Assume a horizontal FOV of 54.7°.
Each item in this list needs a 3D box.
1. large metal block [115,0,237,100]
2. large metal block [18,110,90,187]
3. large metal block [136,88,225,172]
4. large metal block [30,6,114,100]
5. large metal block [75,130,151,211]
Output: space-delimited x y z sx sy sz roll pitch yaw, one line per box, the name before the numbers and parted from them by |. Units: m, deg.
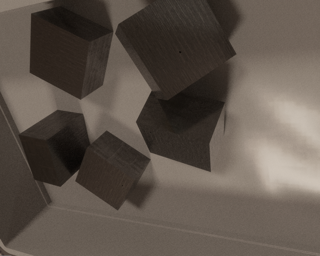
large metal block | 0.013 -0.084 0.306 0.080 0.050 0.080 -34 103 -6
large metal block | -0.153 0.028 0.469 0.050 0.080 0.079 9 122 23
large metal block | 0.027 0.002 0.357 0.080 0.050 0.080 16 156 18
large metal block | -0.113 -0.095 0.391 0.080 0.050 0.079 28 128 10
large metal block | -0.072 0.064 0.469 0.080 0.050 0.079 33 129 6
